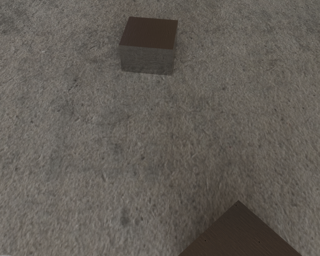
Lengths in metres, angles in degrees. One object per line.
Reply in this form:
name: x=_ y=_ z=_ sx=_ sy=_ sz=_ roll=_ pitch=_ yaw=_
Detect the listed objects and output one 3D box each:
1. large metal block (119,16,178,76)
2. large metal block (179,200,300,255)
large metal block: x=-0.016 y=-0.133 z=0.498 sx=0.080 sy=0.050 sz=0.080 roll=6 pitch=50 yaw=4
large metal block: x=0.072 y=0.128 z=0.280 sx=0.080 sy=0.050 sz=0.080 roll=-34 pitch=58 yaw=-25
